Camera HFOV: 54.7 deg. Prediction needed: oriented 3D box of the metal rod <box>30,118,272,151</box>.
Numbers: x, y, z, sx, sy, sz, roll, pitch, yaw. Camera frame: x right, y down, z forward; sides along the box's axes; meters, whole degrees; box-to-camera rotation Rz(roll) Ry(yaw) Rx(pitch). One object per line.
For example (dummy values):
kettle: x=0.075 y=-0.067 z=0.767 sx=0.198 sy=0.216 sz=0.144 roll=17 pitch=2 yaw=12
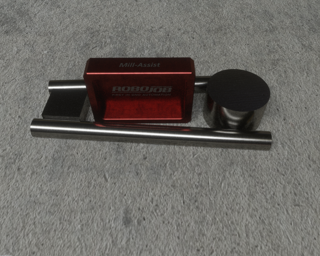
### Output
metal rod: x=-0.013 y=0.008 z=0.398 sx=0.302 sy=0.025 sz=0.025 roll=3 pitch=50 yaw=2

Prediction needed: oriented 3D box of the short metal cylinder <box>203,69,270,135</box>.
short metal cylinder: x=0.101 y=-0.034 z=0.417 sx=0.081 sy=0.050 sz=0.080 roll=0 pitch=50 yaw=0

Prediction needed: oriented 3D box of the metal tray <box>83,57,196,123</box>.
metal tray: x=-0.024 y=-0.046 z=0.399 sx=0.131 sy=0.090 sz=0.030 roll=0 pitch=50 yaw=0

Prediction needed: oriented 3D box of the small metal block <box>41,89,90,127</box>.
small metal block: x=-0.127 y=-0.027 z=0.427 sx=0.050 sy=0.025 sz=0.050 roll=3 pitch=50 yaw=3

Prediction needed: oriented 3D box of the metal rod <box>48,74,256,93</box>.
metal rod: x=-0.008 y=-0.062 z=0.457 sx=0.302 sy=0.025 sz=0.025 roll=-2 pitch=50 yaw=-2
